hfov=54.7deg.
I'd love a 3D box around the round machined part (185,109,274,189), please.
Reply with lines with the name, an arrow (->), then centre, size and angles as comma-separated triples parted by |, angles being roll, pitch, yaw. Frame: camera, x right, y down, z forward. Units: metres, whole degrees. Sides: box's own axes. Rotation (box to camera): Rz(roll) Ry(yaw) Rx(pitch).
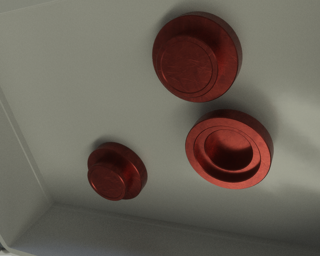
round machined part -> 0.083, 0.021, 0.367 | 0.098, 0.042, 0.097 | 13, 124, 21

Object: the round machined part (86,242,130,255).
round machined part -> -0.095, 0.268, 0.616 | 0.098, 0.042, 0.097 | 13, 124, 21

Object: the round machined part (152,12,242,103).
round machined part -> 0.035, -0.071, 0.335 | 0.098, 0.042, 0.097 | 13, 124, 21

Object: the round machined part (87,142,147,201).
round machined part -> -0.073, 0.074, 0.482 | 0.098, 0.042, 0.097 | 13, 124, 21
